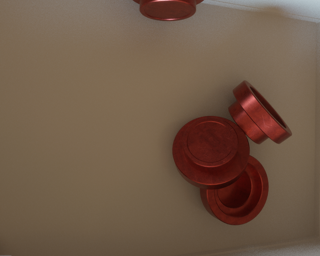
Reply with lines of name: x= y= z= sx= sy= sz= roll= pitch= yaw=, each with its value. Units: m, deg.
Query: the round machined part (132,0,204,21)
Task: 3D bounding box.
round machined part: x=0.010 y=-0.161 z=0.375 sx=0.099 sy=0.098 sz=0.042 roll=1 pitch=90 yaw=-20

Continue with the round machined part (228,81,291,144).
round machined part: x=0.133 y=-0.016 z=0.431 sx=0.098 sy=0.098 sz=0.042 roll=42 pitch=113 yaw=-15

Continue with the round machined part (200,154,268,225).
round machined part: x=0.100 y=0.083 z=0.438 sx=0.099 sy=0.042 sz=0.097 roll=0 pitch=90 yaw=-20

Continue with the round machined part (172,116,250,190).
round machined part: x=0.065 y=0.026 z=0.397 sx=0.098 sy=0.042 sz=0.098 roll=-4 pitch=61 yaw=7
